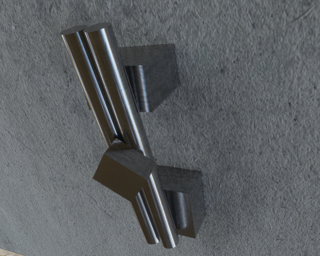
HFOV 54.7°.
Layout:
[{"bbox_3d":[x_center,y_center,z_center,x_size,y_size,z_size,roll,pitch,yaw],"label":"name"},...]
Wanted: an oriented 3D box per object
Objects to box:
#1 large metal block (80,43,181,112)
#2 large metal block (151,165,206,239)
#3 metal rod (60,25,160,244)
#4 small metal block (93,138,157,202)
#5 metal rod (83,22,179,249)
[{"bbox_3d":[-0.032,-0.059,0.353,0.080,0.080,0.050,3,120,26],"label":"large metal block"},{"bbox_3d":[0.017,0.103,0.446,0.080,0.050,0.079,5,121,25],"label":"large metal block"},{"bbox_3d":[-0.043,0.033,0.357,0.025,0.025,0.298,3,127,27],"label":"metal rod"},{"bbox_3d":[-0.038,0.046,0.331,0.050,0.025,0.050,32,134,0],"label":"small metal block"},{"bbox_3d":[-0.020,0.034,0.346,0.025,0.025,0.298,3,127,27],"label":"metal rod"}]
